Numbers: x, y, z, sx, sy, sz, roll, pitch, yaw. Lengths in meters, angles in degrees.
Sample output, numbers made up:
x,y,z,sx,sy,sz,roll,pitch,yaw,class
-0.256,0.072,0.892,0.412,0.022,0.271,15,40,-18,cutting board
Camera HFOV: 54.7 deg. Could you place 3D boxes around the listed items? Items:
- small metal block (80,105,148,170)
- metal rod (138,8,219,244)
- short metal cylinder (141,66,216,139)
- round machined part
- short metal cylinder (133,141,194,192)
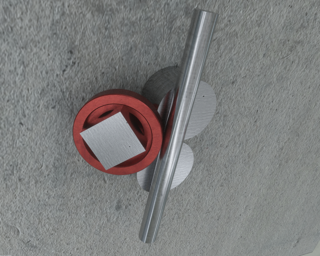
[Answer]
x,y,z,sx,sy,sz,roll,pitch,yaw,class
-0.049,0.010,0.335,0.050,0.025,0.050,-27,108,13,small metal block
0.014,0.018,0.363,0.025,0.025,0.298,-1,119,-28,metal rod
0.022,-0.031,0.385,0.081,0.050,0.079,-14,124,-21,short metal cylinder
-0.046,0.002,0.357,0.099,0.042,0.097,1,112,2,round machined part
-0.002,0.039,0.415,0.081,0.050,0.079,-14,123,-21,short metal cylinder
